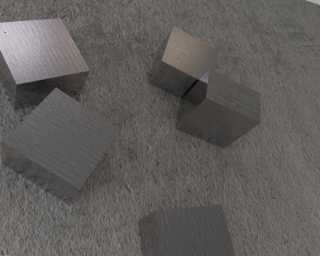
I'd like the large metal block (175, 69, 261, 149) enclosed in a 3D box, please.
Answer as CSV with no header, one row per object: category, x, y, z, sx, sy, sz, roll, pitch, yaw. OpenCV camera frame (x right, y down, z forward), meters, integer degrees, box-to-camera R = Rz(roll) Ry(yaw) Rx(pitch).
large metal block,0.078,-0.023,0.424,0.080,0.080,0.050,22,54,-15

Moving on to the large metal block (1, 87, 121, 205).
large metal block,-0.101,0.019,0.322,0.080,0.050,0.080,34,51,-6

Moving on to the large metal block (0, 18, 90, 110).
large metal block,-0.141,-0.076,0.358,0.081,0.050,0.080,-20,73,-36

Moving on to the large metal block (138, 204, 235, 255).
large metal block,0.029,0.129,0.324,0.081,0.050,0.080,3,61,-27

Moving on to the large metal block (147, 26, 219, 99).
large metal block,0.036,-0.092,0.463,0.080,0.050,0.080,25,53,-13
